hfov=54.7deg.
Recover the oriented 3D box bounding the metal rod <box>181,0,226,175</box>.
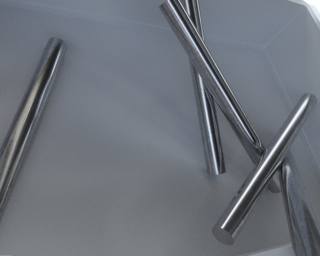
[{"bbox_3d":[0.052,-0.087,0.410,0.025,0.025,0.298,-11,92,-33],"label":"metal rod"}]

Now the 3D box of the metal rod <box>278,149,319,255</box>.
[{"bbox_3d":[0.153,0.067,0.358,0.025,0.025,0.301,44,22,2],"label":"metal rod"}]

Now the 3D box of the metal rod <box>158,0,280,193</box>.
[{"bbox_3d":[0.090,-0.030,0.401,0.299,0.025,0.025,55,48,-19],"label":"metal rod"}]

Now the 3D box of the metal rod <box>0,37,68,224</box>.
[{"bbox_3d":[-0.146,0.016,0.317,0.025,0.025,0.300,19,54,-18],"label":"metal rod"}]

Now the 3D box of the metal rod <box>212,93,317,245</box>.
[{"bbox_3d":[0.153,0.033,0.409,0.025,0.025,0.302,46,52,3],"label":"metal rod"}]
